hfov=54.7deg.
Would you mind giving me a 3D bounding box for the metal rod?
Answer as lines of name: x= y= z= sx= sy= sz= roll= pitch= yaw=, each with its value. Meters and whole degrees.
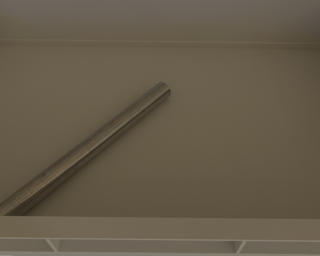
metal rod: x=-0.093 y=0.030 z=0.378 sx=0.025 sy=0.025 sz=0.302 roll=34 pitch=57 yaw=25
